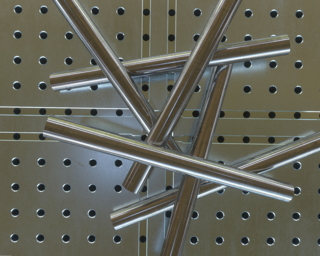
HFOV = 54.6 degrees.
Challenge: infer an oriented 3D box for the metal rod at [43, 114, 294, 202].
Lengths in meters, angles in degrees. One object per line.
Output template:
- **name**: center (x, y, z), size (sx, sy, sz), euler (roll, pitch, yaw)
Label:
- **metal rod**: center (0.022, 0.040, 0.360), size (0.302, 0.025, 0.025), euler (17, 90, -13)

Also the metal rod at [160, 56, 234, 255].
- **metal rod**: center (0.045, 0.049, 0.393), size (0.025, 0.025, 0.299), euler (17, 82, 0)

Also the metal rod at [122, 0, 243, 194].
- **metal rod**: center (0.034, -0.057, 0.369), size (0.025, 0.025, 0.299), euler (28, 96, 0)

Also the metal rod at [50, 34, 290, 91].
- **metal rod**: center (0.007, -0.082, 0.396), size (0.301, 0.025, 0.025), euler (-8, 90, 6)

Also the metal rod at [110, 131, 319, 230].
- **metal rod**: center (0.079, 0.070, 0.413), size (0.301, 0.025, 0.025), euler (-21, 90, 0)

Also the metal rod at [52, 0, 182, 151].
- **metal rod**: center (-0.061, -0.077, 0.374), size (0.025, 0.025, 0.299), euler (-35, 106, 0)
